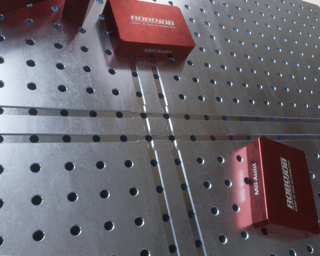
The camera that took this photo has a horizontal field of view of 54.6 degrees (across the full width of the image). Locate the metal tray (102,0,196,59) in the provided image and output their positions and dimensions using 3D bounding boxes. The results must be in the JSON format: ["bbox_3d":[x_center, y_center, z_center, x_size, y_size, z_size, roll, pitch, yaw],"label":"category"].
[{"bbox_3d":[-0.016,-0.157,0.492,0.131,0.030,0.090,-4,64,-30],"label":"metal tray"}]

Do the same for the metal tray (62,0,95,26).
[{"bbox_3d":[-0.099,-0.224,0.449,0.030,0.090,0.130,22,54,-15],"label":"metal tray"}]

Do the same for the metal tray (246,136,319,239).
[{"bbox_3d":[0.174,0.084,0.447,0.091,0.030,0.130,18,55,-18],"label":"metal tray"}]

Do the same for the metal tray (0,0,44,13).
[{"bbox_3d":[-0.170,-0.206,0.400,0.030,0.090,0.131,47,51,4],"label":"metal tray"}]
